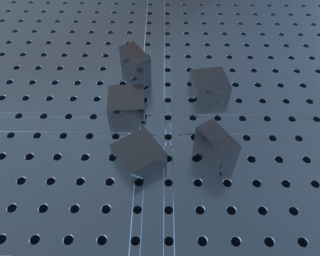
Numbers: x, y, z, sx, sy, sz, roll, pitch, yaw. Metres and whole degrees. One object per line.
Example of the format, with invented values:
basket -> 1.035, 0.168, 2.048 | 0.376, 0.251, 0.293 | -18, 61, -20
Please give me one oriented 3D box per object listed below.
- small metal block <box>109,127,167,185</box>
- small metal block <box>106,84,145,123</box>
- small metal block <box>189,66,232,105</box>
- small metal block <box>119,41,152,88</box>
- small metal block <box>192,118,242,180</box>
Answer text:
small metal block -> -0.026, 0.033, 0.379 | 0.050, 0.025, 0.050 | -28, 56, -22
small metal block -> -0.047, -0.035, 0.436 | 0.050, 0.025, 0.050 | -2, 50, -2
small metal block -> 0.074, -0.064, 0.463 | 0.050, 0.025, 0.050 | -6, 50, -6
small metal block -> -0.037, -0.094, 0.470 | 0.025, 0.050, 0.050 | -26, 55, -20
small metal block -> 0.066, 0.026, 0.371 | 0.025, 0.050, 0.050 | -27, 56, -21
